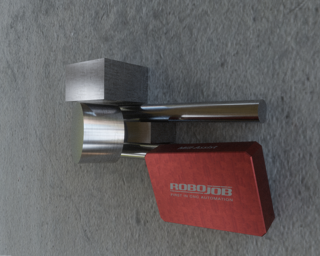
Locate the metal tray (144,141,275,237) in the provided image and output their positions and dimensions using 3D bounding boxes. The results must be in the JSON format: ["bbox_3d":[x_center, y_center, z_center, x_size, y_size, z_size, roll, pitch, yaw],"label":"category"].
[{"bbox_3d":[0.050,0.064,0.342,0.130,0.030,0.089,-5,105,38],"label":"metal tray"}]

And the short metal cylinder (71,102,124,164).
[{"bbox_3d":[-0.085,0.007,0.412,0.080,0.050,0.080,-8,81,63],"label":"short metal cylinder"}]

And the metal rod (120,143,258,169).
[{"bbox_3d":[-0.014,0.031,0.416,0.300,0.025,0.025,0,90,39],"label":"metal rod"}]

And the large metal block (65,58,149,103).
[{"bbox_3d":[-0.072,-0.061,0.429,0.080,0.081,0.050,1,91,39],"label":"large metal block"}]

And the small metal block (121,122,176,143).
[{"bbox_3d":[-0.014,0.005,0.399,0.050,0.050,0.025,1,91,39],"label":"small metal block"}]

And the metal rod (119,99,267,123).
[{"bbox_3d":[-0.010,-0.020,0.413,0.300,0.025,0.025,1,91,39],"label":"metal rod"}]
